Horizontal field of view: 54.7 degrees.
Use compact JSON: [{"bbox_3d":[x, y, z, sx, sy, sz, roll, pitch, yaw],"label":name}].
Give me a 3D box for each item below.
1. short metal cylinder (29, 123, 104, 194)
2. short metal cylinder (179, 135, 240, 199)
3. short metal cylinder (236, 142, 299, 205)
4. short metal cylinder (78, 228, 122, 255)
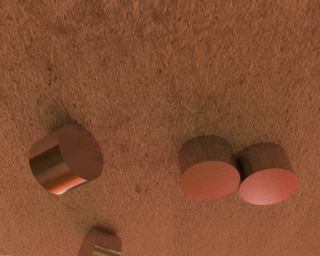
[{"bbox_3d":[-0.120,0.040,0.404,0.050,0.080,0.080,-27,125,21],"label":"short metal cylinder"},{"bbox_3d":[0.068,0.056,0.439,0.081,0.050,0.079,0,130,0],"label":"short metal cylinder"},{"bbox_3d":[0.151,0.067,0.449,0.081,0.050,0.079,0,130,0],"label":"short metal cylinder"},{"bbox_3d":[-0.112,0.230,0.566,0.050,0.080,0.080,28,125,-22],"label":"short metal cylinder"}]
